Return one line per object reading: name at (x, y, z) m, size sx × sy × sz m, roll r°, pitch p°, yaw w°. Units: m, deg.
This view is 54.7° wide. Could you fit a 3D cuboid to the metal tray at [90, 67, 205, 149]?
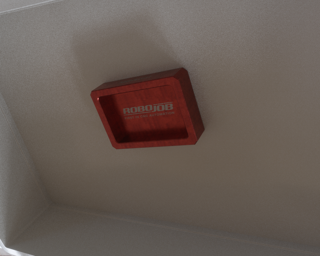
metal tray at (-0.017, -0.021, 0.400) m, size 0.130 × 0.030 × 0.090 m, roll -6°, pitch 116°, yaw 30°
